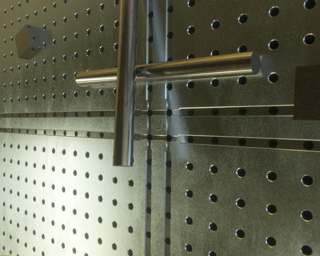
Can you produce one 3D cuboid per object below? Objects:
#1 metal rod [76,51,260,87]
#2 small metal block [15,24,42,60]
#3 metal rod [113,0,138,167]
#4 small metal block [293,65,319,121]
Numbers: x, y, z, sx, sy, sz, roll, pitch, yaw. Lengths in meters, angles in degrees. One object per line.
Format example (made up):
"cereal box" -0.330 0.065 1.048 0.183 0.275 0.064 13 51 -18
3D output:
"metal rod" -0.015 -0.075 0.421 0.300 0.025 0.025 3 92 40
"small metal block" -0.269 -0.174 0.632 0.050 0.025 0.050 -22 76 38
"metal rod" -0.044 -0.099 0.415 0.025 0.025 0.299 -8 76 40
"small metal block" 0.153 -0.031 0.283 0.050 0.025 0.050 3 92 40
